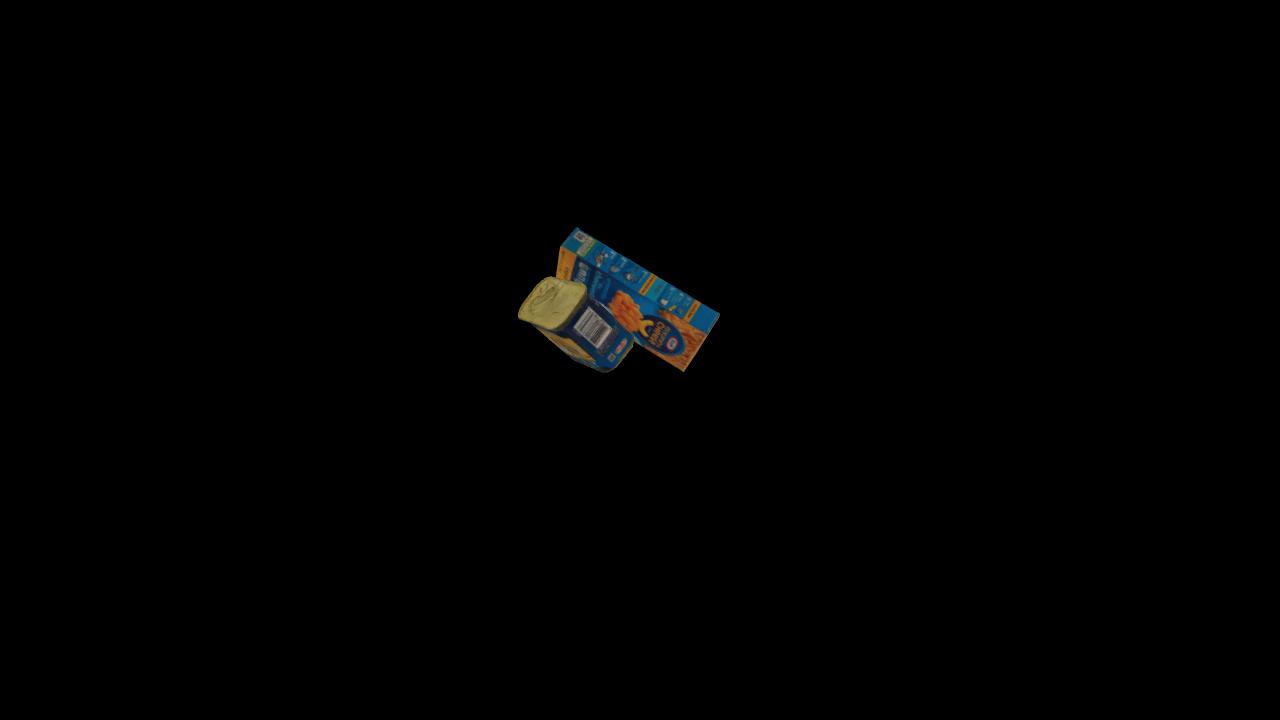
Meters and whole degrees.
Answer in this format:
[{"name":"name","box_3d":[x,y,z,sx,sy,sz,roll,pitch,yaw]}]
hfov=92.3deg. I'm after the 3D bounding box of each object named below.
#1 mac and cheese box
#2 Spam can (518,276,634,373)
[{"name":"mac and cheese box","box_3d":[-0.009,-0.065,0.695,0.184,0.041,0.093,32,-31,4]},{"name":"Spam can","box_3d":[-0.067,-0.036,0.647,0.085,0.058,0.101,43,-13,-35]}]
